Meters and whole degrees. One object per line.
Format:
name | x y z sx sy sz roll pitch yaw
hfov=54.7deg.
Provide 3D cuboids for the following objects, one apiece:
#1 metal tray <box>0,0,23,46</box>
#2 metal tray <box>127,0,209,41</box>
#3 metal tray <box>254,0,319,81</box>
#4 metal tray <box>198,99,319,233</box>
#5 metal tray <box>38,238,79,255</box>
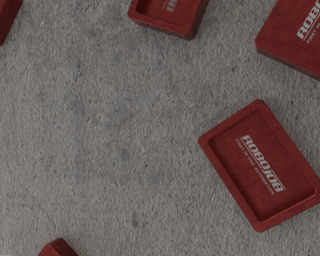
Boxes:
metal tray | -0.298 -0.205 0.511 0.130 0.030 0.090 34 101 16
metal tray | 0.022 -0.189 0.398 0.090 0.030 0.129 23 98 18
metal tray | 0.178 -0.129 0.343 0.090 0.030 0.129 32 100 17
metal tray | 0.117 0.043 0.364 0.090 0.030 0.130 -35 79 16
metal tray | -0.137 0.241 0.455 0.130 0.030 0.090 40 103 15
